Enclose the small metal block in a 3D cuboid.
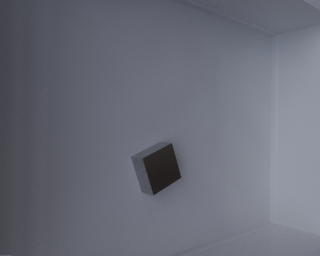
[{"bbox_3d":[-0.004,0.051,0.402,0.050,0.025,0.050,-25,106,-37],"label":"small metal block"}]
